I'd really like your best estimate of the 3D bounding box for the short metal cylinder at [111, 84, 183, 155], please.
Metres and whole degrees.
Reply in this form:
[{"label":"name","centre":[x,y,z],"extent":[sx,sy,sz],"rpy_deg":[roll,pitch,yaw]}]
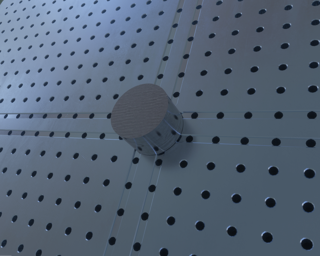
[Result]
[{"label":"short metal cylinder","centre":[-0.016,-0.011,0.405],"extent":[0.080,0.050,0.080],"rpy_deg":[-13,56,20]}]
